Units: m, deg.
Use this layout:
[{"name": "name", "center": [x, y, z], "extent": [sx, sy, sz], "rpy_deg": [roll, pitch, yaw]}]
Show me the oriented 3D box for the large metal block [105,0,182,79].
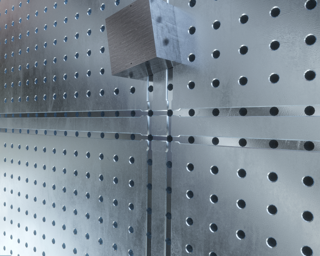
[{"name": "large metal block", "center": [-0.023, -0.116, 0.413], "extent": [0.080, 0.050, 0.080], "rpy_deg": [-13, 82, 39]}]
